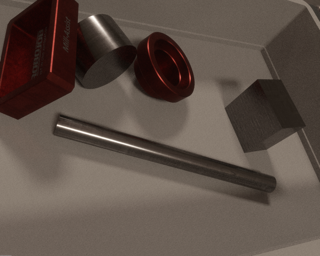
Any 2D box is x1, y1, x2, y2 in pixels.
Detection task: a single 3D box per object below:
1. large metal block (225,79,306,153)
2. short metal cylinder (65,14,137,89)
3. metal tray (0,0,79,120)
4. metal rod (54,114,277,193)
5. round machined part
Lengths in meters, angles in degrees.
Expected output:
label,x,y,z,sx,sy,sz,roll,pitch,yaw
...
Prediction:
label,x,y,z,sx,sy,sz,roll,pitch,yaw
large metal block,0.155,-0.017,0.467,0.050,0.080,0.080,-5,64,-31
short metal cylinder,-0.076,-0.094,0.388,0.081,0.080,0.050,-30,79,-38
metal tray,-0.135,-0.083,0.341,0.030,0.090,0.130,35,42,-50
metal rod,0.021,0.038,0.395,0.302,0.025,0.025,17,55,-19
round machined part,0.002,-0.079,0.432,0.098,0.042,0.098,31,47,-39
